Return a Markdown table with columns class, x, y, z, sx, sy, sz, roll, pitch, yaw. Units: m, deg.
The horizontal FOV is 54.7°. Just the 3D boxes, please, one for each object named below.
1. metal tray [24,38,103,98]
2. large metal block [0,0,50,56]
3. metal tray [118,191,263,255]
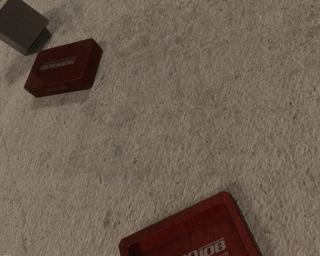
| class | x | y | z | sx | sy | sz | roll | pitch | yaw |
| --- | --- | --- | --- | --- | --- | --- | --- | --- | --- |
| metal tray | -0.173 | -0.106 | 0.554 | 0.130 | 0.030 | 0.090 | -5 | 59 | 25 |
| large metal block | -0.289 | -0.209 | 0.635 | 0.080 | 0.080 | 0.050 | -62 | 23 | -16 |
| metal tray | 0.030 | 0.131 | 0.303 | 0.130 | 0.030 | 0.090 | -28 | 52 | 10 |
